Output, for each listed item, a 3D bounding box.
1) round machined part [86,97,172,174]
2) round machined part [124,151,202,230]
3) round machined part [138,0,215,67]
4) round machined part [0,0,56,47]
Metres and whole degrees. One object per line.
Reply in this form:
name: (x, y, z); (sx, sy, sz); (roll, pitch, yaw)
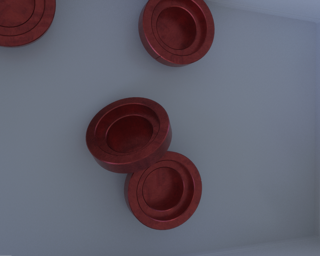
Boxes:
round machined part: (-0.034, 0.012, 0.370); (0.098, 0.098, 0.042); (-36, 143, -17)
round machined part: (0.001, 0.077, 0.402); (0.099, 0.042, 0.097); (0, 90, -20)
round machined part: (0.018, -0.129, 0.408); (0.099, 0.042, 0.097); (0, 90, -20)
round machined part: (-0.166, -0.137, 0.335); (0.099, 0.042, 0.097); (-4, 101, -20)
